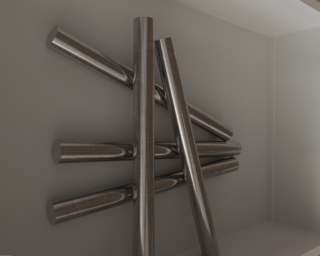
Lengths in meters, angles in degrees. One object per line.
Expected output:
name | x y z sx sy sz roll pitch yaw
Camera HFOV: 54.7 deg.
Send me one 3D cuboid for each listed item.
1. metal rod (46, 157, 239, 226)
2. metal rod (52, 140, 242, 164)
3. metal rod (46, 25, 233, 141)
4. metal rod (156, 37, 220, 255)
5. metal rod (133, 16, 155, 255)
metal rod | 0.004 0.073 0.411 0.302 0.025 0.025 -7 95 -40
metal rod | 0.009 0.029 0.414 0.302 0.025 0.025 2 89 -40
metal rod | -0.001 -0.042 0.405 0.301 0.025 0.025 25 74 -37
metal rod | 0.037 0.035 0.405 0.025 0.025 0.298 -23 105 -38
metal rod | -0.019 0.025 0.357 0.025 0.025 0.298 0 90 -40
